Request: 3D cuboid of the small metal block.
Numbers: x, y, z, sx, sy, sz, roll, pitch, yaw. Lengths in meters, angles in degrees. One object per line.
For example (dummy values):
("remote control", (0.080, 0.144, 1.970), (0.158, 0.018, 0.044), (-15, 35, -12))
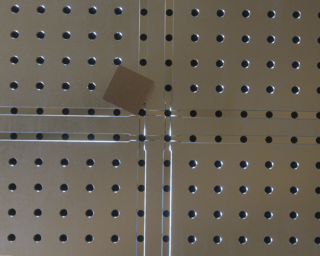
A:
("small metal block", (-0.041, -0.049, 0.413), (0.050, 0.025, 0.050), (26, 90, -1))
